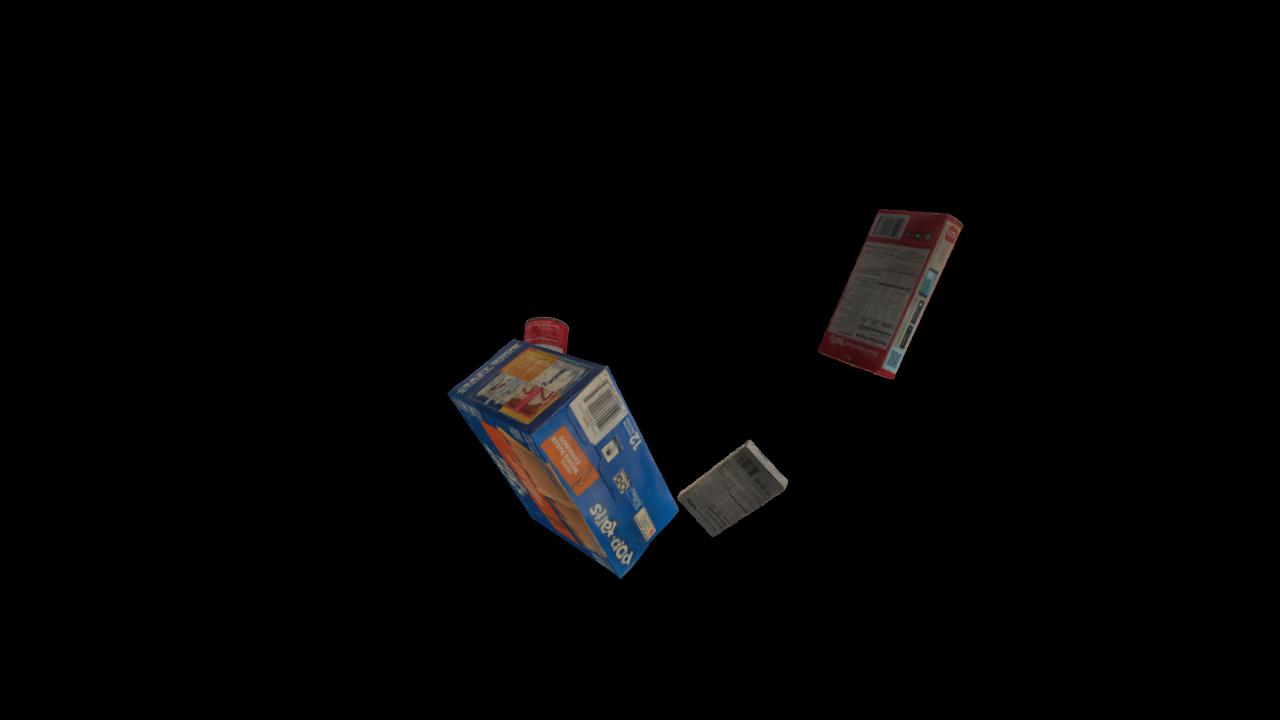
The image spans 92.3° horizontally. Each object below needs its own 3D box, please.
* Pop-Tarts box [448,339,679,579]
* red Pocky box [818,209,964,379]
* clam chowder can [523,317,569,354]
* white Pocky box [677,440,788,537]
[{"bbox_3d":[-0.065,0.080,0.530,0.083,0.167,0.141,-41,35,-27],"label":"Pop-Tarts box"},{"bbox_3d":[0.234,-0.065,0.586,0.028,0.155,0.083,19,7,-31],"label":"red Pocky box"},{"bbox_3d":[-0.143,-0.005,0.918,0.068,0.102,0.068,2,-23,1],"label":"clam chowder can"},{"bbox_3d":[0.133,0.191,0.902,0.154,0.084,0.028,-45,-4,32],"label":"white Pocky box"}]
